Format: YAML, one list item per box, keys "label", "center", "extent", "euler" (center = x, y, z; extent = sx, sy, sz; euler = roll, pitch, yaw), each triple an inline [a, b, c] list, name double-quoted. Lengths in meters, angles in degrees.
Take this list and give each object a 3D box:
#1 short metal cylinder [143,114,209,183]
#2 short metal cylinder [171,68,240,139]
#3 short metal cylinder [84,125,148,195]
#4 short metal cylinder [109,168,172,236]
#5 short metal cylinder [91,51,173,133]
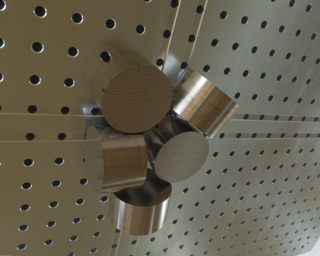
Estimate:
- label: "short metal cylinder"
  center: [0.019, 0.027, 0.422]
  extent: [0.081, 0.050, 0.079]
  euler: [-14, 125, -21]
- label: "short metal cylinder"
  center: [0.051, -0.030, 0.384]
  extent: [0.080, 0.080, 0.050]
  euler: [32, 100, -38]
- label: "short metal cylinder"
  center: [-0.055, 0.036, 0.369]
  extent: [0.050, 0.080, 0.079]
  euler: [-3, 120, -28]
- label: "short metal cylinder"
  center: [-0.027, 0.097, 0.420]
  extent: [0.081, 0.080, 0.050]
  euler: [-6, 122, -25]
- label: "short metal cylinder"
  center: [-0.033, -0.041, 0.351]
  extent: [0.081, 0.050, 0.079]
  euler: [-13, 124, -20]
